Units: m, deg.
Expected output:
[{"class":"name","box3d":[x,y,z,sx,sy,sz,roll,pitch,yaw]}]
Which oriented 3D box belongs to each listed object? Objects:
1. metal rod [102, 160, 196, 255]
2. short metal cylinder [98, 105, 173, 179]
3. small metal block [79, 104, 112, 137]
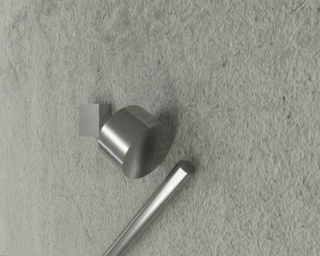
[{"class":"metal rod","box3d":[-0.046,0.156,0.442,0.025,0.025,0.298,51,119,28]},{"class":"short metal cylinder","box3d":[-0.030,0.018,0.394,0.050,0.081,0.079,37,113,34]},{"class":"small metal block","box3d":[-0.103,-0.012,0.490,0.050,0.025,0.050,-1,89,40]}]
